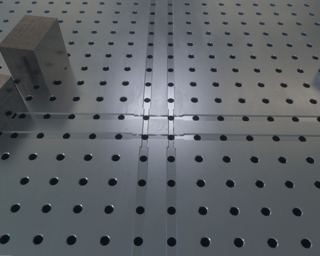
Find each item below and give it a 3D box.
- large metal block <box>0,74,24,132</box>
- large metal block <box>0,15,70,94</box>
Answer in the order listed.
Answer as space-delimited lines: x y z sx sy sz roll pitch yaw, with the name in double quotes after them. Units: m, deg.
-0.249 -0.033 0.418 0.080 0.050 0.080 12 51 10 "large metal block"
-0.183 -0.109 0.463 0.050 0.080 0.080 8 51 7 "large metal block"
